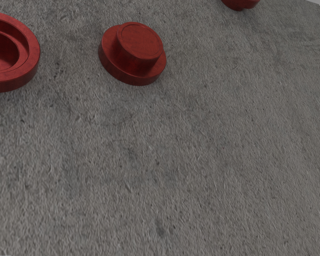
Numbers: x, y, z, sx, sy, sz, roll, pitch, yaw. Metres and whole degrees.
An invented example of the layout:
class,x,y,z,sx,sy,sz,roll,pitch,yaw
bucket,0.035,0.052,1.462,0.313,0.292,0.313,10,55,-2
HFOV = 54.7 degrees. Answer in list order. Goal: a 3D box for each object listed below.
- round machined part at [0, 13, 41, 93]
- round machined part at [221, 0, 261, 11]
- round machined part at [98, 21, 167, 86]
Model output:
class,x,y,z,sx,sy,sz,roll,pitch,yaw
round machined part,-0.186,-0.079,0.340,0.099,0.042,0.098,14,56,-21
round machined part,0.163,-0.288,0.656,0.099,0.042,0.098,14,56,-21
round machined part,-0.035,-0.112,0.442,0.099,0.042,0.098,14,56,-21
